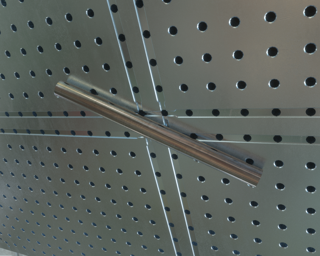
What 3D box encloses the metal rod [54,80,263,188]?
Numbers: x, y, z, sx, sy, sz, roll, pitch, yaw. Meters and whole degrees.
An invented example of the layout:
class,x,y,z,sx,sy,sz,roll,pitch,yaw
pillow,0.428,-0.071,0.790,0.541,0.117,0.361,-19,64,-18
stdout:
class,x,y,z,sx,sy,sz,roll,pitch,yaw
metal rod,-0.011,0.002,0.417,0.301,0.025,0.025,24,127,12
